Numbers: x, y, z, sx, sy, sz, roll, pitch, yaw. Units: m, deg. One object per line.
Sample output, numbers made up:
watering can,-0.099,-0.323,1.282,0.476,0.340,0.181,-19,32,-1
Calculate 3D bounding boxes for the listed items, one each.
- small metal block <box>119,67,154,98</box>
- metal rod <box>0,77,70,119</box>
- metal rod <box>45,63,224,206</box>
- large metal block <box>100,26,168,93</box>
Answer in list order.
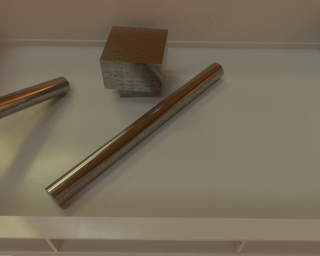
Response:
small metal block,-0.034,-0.072,0.465,0.050,0.025,0.050,-1,50,-2
metal rod,-0.213,-0.008,0.338,0.025,0.025,0.302,24,32,18
metal rod,-0.015,-0.007,0.410,0.025,0.025,0.302,36,58,26
large metal block,-0.033,-0.098,0.439,0.080,0.050,0.080,5,50,4
